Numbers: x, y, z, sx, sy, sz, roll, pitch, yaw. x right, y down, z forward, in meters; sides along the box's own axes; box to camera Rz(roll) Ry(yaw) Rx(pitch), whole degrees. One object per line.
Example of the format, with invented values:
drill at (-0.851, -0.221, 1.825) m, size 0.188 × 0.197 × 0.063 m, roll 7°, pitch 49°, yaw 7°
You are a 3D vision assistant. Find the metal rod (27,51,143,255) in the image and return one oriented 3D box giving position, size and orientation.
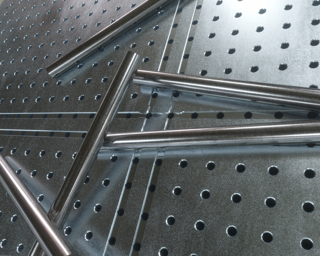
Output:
metal rod at (-0.096, 0.035, 0.407) m, size 0.025 × 0.025 × 0.299 m, roll 18°, pitch 80°, yaw 35°

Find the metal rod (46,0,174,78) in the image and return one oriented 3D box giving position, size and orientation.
metal rod at (-0.075, -0.179, 0.555) m, size 0.300 × 0.025 × 0.025 m, roll -31°, pitch 52°, yaw 7°

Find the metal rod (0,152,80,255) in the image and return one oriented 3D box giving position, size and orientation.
metal rod at (-0.185, 0.093, 0.415) m, size 0.300 × 0.025 × 0.025 m, roll 25°, pitch 75°, yaw 46°

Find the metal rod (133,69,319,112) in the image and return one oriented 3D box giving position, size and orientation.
metal rod at (0.090, -0.049, 0.390) m, size 0.300 × 0.025 × 0.025 m, roll 13°, pitch 68°, yaw 33°

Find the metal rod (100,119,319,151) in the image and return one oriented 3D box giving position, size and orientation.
metal rod at (0.034, 0.013, 0.381) m, size 0.301 × 0.025 × 0.025 m, roll -4°, pitch 60°, yaw 25°
